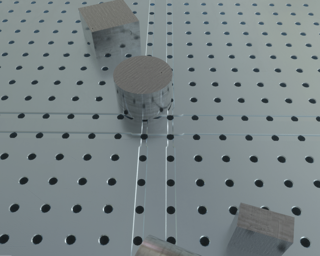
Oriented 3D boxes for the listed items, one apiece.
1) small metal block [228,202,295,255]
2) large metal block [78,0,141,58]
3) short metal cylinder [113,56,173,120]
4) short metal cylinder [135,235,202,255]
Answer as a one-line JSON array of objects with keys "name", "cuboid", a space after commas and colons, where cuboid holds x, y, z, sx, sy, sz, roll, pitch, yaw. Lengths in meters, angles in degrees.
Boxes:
[{"name": "small metal block", "cuboid": [0.098, 0.103, 0.306, 0.050, 0.050, 0.025, 14, 52, 11]}, {"name": "large metal block", "cuboid": [-0.087, -0.174, 0.537, 0.081, 0.050, 0.080, -19, 53, -16]}, {"name": "short metal cylinder", "cuboid": [-0.023, -0.058, 0.440, 0.080, 0.050, 0.080, 0, 50, 0]}, {"name": "short metal cylinder", "cuboid": [0.000, 0.137, 0.256, 0.050, 0.080, 0.080, 18, 52, 14]}]
